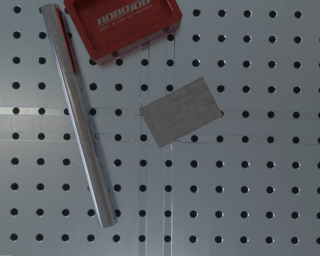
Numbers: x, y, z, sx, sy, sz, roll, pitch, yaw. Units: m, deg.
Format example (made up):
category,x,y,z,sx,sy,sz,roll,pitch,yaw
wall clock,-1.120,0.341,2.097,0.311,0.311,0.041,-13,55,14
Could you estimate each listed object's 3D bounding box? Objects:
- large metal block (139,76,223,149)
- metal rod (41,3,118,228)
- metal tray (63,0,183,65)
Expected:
category,x,y,z,sx,sy,sz,roll,pitch,yaw
large metal block,0.024,-0.018,0.386,0.080,0.080,0.050,-27,90,0
metal rod,-0.107,-0.016,0.412,0.025,0.025,0.298,-15,90,0
metal tray,-0.047,-0.153,0.410,0.131,0.030,0.090,-26,90,0
